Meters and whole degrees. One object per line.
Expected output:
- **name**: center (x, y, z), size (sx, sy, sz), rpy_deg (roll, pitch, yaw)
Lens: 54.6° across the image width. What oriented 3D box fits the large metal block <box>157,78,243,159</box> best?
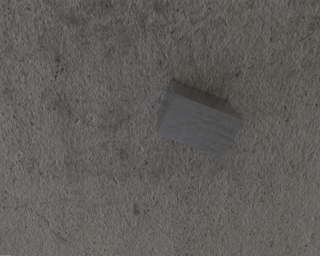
- **large metal block**: center (0.044, -0.015, 0.375), size (0.080, 0.080, 0.050), rpy_deg (21, 109, -8)
